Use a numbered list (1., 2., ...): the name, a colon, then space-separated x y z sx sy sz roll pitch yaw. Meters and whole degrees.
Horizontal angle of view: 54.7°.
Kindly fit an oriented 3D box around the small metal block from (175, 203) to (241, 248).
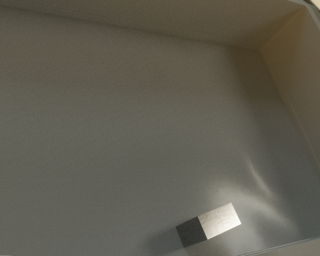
1. small metal block: 0.054 0.111 0.353 0.050 0.050 0.025 -10 67 -33
